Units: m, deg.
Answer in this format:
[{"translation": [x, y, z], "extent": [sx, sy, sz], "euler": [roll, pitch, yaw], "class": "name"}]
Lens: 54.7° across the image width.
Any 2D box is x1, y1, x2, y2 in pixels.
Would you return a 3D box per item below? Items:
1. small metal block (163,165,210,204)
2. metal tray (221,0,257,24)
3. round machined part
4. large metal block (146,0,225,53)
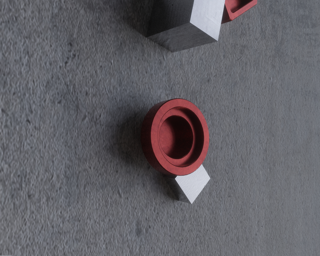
[{"translation": [0.039, 0.070, 0.440], "extent": [0.050, 0.025, 0.050], "euler": [-47, 118, -30], "class": "small metal block"}, {"translation": [0.101, -0.241, 0.488], "extent": [0.091, 0.030, 0.129], "euler": [-40, 115, -33], "class": "metal tray"}, {"translation": [0.015, 0.013, 0.404], "extent": [0.099, 0.042, 0.097], "euler": [4, 83, -37], "class": "round machined part"}, {"translation": [0.034, -0.151, 0.399], "extent": [0.050, 0.080, 0.080], "euler": [19, 78, -39], "class": "large metal block"}]
